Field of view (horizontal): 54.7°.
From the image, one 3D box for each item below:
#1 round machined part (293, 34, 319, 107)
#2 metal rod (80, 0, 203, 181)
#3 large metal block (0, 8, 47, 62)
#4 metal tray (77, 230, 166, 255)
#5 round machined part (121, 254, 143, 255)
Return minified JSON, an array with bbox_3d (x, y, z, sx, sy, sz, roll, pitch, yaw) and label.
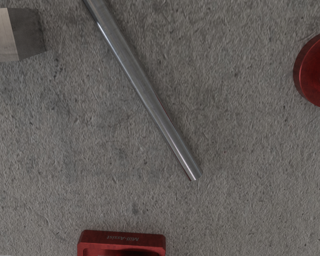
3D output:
[{"bbox_3d":[0.220,-0.069,0.377,0.099,0.042,0.097,0,110,0],"label":"round machined part"},{"bbox_3d":[-0.023,-0.056,0.388,0.025,0.025,0.299,-28,108,9],"label":"metal rod"},{"bbox_3d":[-0.184,-0.102,0.341,0.080,0.080,0.050,-4,110,1],"label":"large metal block"},{"bbox_3d":[-0.060,0.208,0.483,0.131,0.030,0.089,4,110,-2],"label":"metal tray"},{"bbox_3d":[-0.042,0.238,0.459,0.099,0.042,0.098,0,79,1],"label":"round machined part"}]
